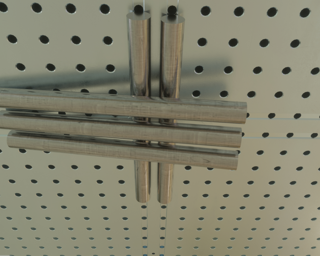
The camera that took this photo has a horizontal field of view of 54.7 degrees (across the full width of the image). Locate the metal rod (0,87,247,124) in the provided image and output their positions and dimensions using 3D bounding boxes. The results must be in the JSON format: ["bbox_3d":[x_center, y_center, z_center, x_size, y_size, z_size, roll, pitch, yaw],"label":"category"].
[{"bbox_3d":[-0.055,-0.027,0.361,0.302,0.025,0.025,4,131,6],"label":"metal rod"}]

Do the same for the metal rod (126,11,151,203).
[{"bbox_3d":[-0.025,-0.001,0.411,0.025,0.025,0.298,1,130,-1],"label":"metal rod"}]

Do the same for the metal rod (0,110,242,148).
[{"bbox_3d":[-0.054,0.000,0.384,0.302,0.025,0.025,4,131,6],"label":"metal rod"}]

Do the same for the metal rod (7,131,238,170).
[{"bbox_3d":[-0.052,0.028,0.407,0.302,0.025,0.025,5,131,6],"label":"metal rod"}]

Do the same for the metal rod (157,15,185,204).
[{"bbox_3d":[0.010,0.002,0.414,0.025,0.025,0.298,1,130,-1],"label":"metal rod"}]
